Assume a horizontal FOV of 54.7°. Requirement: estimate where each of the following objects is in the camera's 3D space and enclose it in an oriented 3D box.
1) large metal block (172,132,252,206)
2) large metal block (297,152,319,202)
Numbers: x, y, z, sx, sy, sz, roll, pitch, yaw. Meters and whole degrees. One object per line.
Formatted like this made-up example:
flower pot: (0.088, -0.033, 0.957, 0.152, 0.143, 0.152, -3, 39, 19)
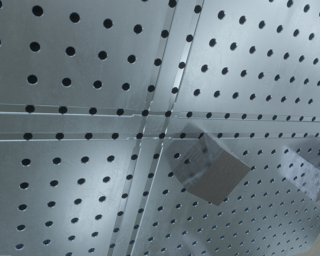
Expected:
large metal block: (0.081, 0.066, 0.482, 0.080, 0.050, 0.080, 33, 100, -39)
large metal block: (0.342, 0.096, 0.646, 0.081, 0.050, 0.079, -18, 126, -19)
